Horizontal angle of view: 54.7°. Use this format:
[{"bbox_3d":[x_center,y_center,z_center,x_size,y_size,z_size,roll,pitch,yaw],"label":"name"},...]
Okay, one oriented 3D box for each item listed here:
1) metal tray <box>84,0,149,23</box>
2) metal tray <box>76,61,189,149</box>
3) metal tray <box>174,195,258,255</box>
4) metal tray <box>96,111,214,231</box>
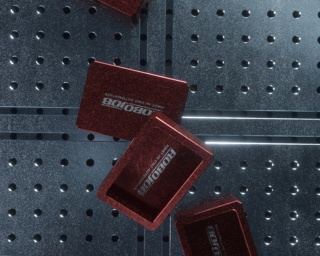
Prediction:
[{"bbox_3d":[-0.071,-0.209,0.410,0.131,0.030,0.090,26,90,-1],"label":"metal tray"},{"bbox_3d":[-0.035,-0.029,0.410,0.131,0.030,0.089,13,90,-1],"label":"metal tray"},{"bbox_3d":[0.080,0.166,0.412,0.090,0.030,0.129,-18,90,-1],"label":"metal tray"},{"bbox_3d":[-0.007,0.055,0.389,0.090,0.030,0.129,34,106,-7],"label":"metal tray"}]
